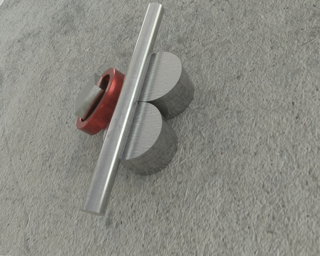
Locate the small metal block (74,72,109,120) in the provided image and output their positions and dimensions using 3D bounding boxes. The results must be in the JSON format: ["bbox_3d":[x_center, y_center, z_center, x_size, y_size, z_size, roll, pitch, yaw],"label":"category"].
[{"bbox_3d":[-0.093,-0.042,0.428,0.050,0.025,0.050,-51,27,16],"label":"small metal block"}]

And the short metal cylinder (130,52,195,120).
[{"bbox_3d":[0.001,-0.057,0.424,0.080,0.050,0.080,-13,56,21],"label":"short metal cylinder"}]

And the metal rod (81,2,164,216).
[{"bbox_3d":[-0.038,-0.043,0.388,0.025,0.025,0.300,-1,61,28],"label":"metal rod"}]

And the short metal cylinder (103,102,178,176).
[{"bbox_3d":[-0.024,0.014,0.393,0.080,0.050,0.080,-13,55,20],"label":"short metal cylinder"}]

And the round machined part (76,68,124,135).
[{"bbox_3d":[-0.074,-0.032,0.437,0.098,0.042,0.098,-42,31,33],"label":"round machined part"}]
